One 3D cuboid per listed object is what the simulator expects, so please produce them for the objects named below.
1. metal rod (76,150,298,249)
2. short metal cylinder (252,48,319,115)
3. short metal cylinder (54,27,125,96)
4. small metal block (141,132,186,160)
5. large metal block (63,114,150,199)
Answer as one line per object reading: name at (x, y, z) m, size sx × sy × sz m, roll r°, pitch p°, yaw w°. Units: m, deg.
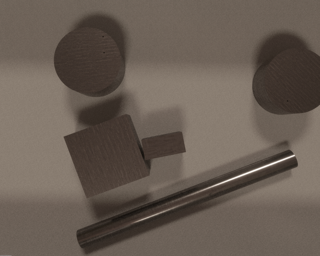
metal rod at (0.036, 0.094, 0.411) m, size 0.301 × 0.025 × 0.025 m, roll -21°, pitch 90°, yaw -1°
short metal cylinder at (0.167, -0.058, 0.401) m, size 0.081 × 0.050 × 0.079 m, roll 0°, pitch 90°, yaw -1°
short metal cylinder at (-0.088, -0.082, 0.398) m, size 0.081 × 0.050 × 0.079 m, roll 0°, pitch 90°, yaw -1°
small metal block at (0.004, 0.022, 0.399) m, size 0.050 × 0.050 × 0.025 m, roll -11°, pitch 90°, yaw 0°
large metal block at (-0.065, 0.034, 0.398) m, size 0.080 × 0.050 × 0.080 m, roll -20°, pitch 90°, yaw -1°
